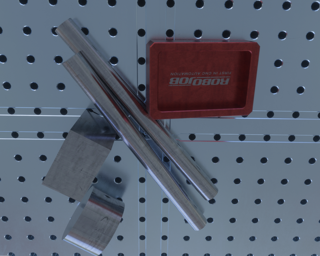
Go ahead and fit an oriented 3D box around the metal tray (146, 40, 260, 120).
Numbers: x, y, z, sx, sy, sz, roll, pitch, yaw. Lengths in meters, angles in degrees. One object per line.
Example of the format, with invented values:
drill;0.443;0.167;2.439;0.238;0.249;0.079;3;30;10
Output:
metal tray;0.050;-0.060;0.377;0.131;0.030;0.089;-3;111;-10

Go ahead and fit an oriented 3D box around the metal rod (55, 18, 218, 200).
metal rod;-0.020;-0.013;0.408;0.025;0.025;0.300;-37;106;12

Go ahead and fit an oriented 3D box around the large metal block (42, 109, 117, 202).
large metal block;-0.098;0.032;0.394;0.050;0.080;0.080;29;107;-10

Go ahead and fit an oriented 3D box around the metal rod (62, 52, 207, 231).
metal rod;-0.022;0.032;0.413;0.025;0.025;0.299;-32;112;11

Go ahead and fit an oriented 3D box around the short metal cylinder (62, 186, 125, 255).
short metal cylinder;-0.092;0.128;0.430;0.050;0.080;0.080;32;107;-11
